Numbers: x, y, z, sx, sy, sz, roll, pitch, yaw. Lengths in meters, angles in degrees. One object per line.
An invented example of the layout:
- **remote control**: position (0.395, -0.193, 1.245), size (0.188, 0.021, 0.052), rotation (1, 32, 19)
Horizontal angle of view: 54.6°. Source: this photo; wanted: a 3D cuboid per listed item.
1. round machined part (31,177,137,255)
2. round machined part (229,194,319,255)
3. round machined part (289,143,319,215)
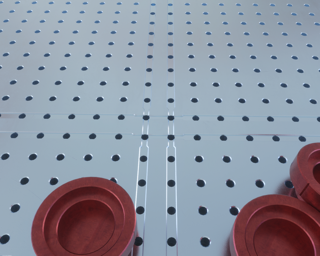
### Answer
- **round machined part**: position (-0.072, 0.102, 0.311), size (0.099, 0.042, 0.098), rotation (0, 50, 0)
- **round machined part**: position (0.116, 0.117, 0.299), size (0.099, 0.042, 0.098), rotation (0, 50, 0)
- **round machined part**: position (0.189, 0.064, 0.335), size (0.099, 0.042, 0.098), rotation (7, 40, -6)
